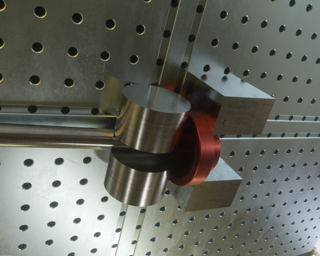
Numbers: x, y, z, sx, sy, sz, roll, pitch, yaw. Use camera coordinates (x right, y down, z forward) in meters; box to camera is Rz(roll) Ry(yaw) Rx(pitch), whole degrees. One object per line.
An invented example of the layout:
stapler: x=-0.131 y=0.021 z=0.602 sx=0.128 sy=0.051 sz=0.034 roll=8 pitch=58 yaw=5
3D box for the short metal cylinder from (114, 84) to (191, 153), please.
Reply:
short metal cylinder: x=-0.009 y=-0.013 z=0.362 sx=0.081 sy=0.080 sz=0.050 roll=1 pitch=119 yaw=-29

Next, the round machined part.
round machined part: x=0.041 y=0.025 z=0.401 sx=0.042 sy=0.098 sz=0.097 roll=1 pitch=118 yaw=-29

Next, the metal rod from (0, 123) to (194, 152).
metal rod: x=-0.097 y=0.011 z=0.350 sx=0.302 sy=0.025 sz=0.025 roll=4 pitch=117 yaw=-26

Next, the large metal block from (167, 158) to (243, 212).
large metal block: x=0.057 y=0.073 z=0.452 sx=0.081 sy=0.080 sz=0.050 roll=3 pitch=117 yaw=-30

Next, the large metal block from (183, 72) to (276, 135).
large metal block: x=0.085 y=-0.033 z=0.402 sx=0.081 sy=0.080 sz=0.050 roll=0 pitch=119 yaw=-28

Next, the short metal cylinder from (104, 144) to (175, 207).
short metal cylinder: x=-0.027 y=0.053 z=0.393 sx=0.081 sy=0.080 sz=0.050 roll=1 pitch=118 yaw=-29
